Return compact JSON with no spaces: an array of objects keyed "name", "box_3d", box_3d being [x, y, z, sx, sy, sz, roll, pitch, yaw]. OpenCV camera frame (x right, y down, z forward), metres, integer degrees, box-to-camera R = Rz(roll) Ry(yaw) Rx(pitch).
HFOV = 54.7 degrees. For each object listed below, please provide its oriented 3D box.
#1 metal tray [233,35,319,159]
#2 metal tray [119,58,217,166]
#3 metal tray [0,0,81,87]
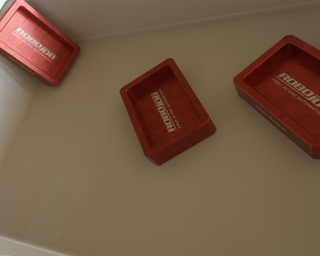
[{"name":"metal tray","box_3d":[0.157,-0.040,0.344,0.090,0.030,0.130,-39,51,1]},{"name":"metal tray","box_3d":[0.006,-0.026,0.415,0.090,0.030,0.130,-31,52,8]},{"name":"metal tray","box_3d":[-0.216,-0.144,0.538,0.030,0.130,0.090,4,62,49]}]
